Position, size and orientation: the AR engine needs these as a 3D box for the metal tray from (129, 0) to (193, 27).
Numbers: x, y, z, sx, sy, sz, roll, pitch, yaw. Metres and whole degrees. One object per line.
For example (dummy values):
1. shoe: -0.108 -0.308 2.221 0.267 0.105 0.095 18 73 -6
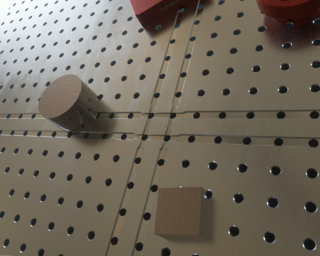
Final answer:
1. metal tray: 0.011 -0.244 0.550 0.130 0.030 0.090 -27 52 11

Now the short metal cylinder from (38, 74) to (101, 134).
1. short metal cylinder: -0.142 -0.038 0.491 0.080 0.050 0.080 -13 56 21

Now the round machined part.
1. round machined part: 0.180 -0.181 0.414 0.098 0.042 0.098 -13 56 21

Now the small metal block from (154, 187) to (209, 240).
1. small metal block: 0.024 0.093 0.339 0.050 0.025 0.050 -7 59 24
